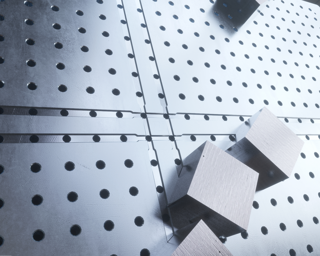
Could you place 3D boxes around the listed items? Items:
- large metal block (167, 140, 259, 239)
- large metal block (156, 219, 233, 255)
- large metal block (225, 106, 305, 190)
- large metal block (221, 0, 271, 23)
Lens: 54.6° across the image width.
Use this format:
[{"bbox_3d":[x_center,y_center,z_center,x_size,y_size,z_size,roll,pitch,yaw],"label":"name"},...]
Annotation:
[{"bbox_3d":[0.067,0.076,0.381,0.080,0.050,0.080,33,52,-7],"label":"large metal block"},{"bbox_3d":[0.034,0.156,0.315,0.080,0.050,0.080,49,51,6],"label":"large metal block"},{"bbox_3d":[0.154,0.028,0.457,0.080,0.050,0.080,43,51,1],"label":"large metal block"},{"bbox_3d":[0.185,-0.282,0.663,0.080,0.050,0.080,46,51,4],"label":"large metal block"}]
